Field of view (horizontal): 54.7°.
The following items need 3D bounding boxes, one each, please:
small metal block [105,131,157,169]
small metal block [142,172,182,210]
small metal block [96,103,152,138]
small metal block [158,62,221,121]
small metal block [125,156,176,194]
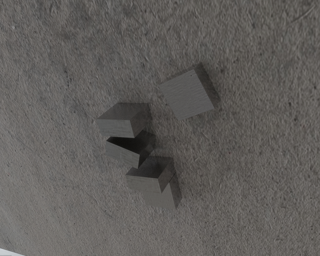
[{"bbox_3d":[-0.040,0.023,0.426,0.050,0.050,0.025,21,126,15],"label":"small metal block"},{"bbox_3d":[0.001,0.091,0.463,0.050,0.025,0.050,1,119,27],"label":"small metal block"},{"bbox_3d":[-0.046,-0.011,0.408,0.050,0.050,0.025,3,120,27],"label":"small metal block"},{"bbox_3d":[0.035,-0.042,0.363,0.050,0.025,0.050,-20,108,35],"label":"small metal block"},{"bbox_3d":[-0.012,0.064,0.437,0.050,0.050,0.025,2,119,27],"label":"small metal block"}]
